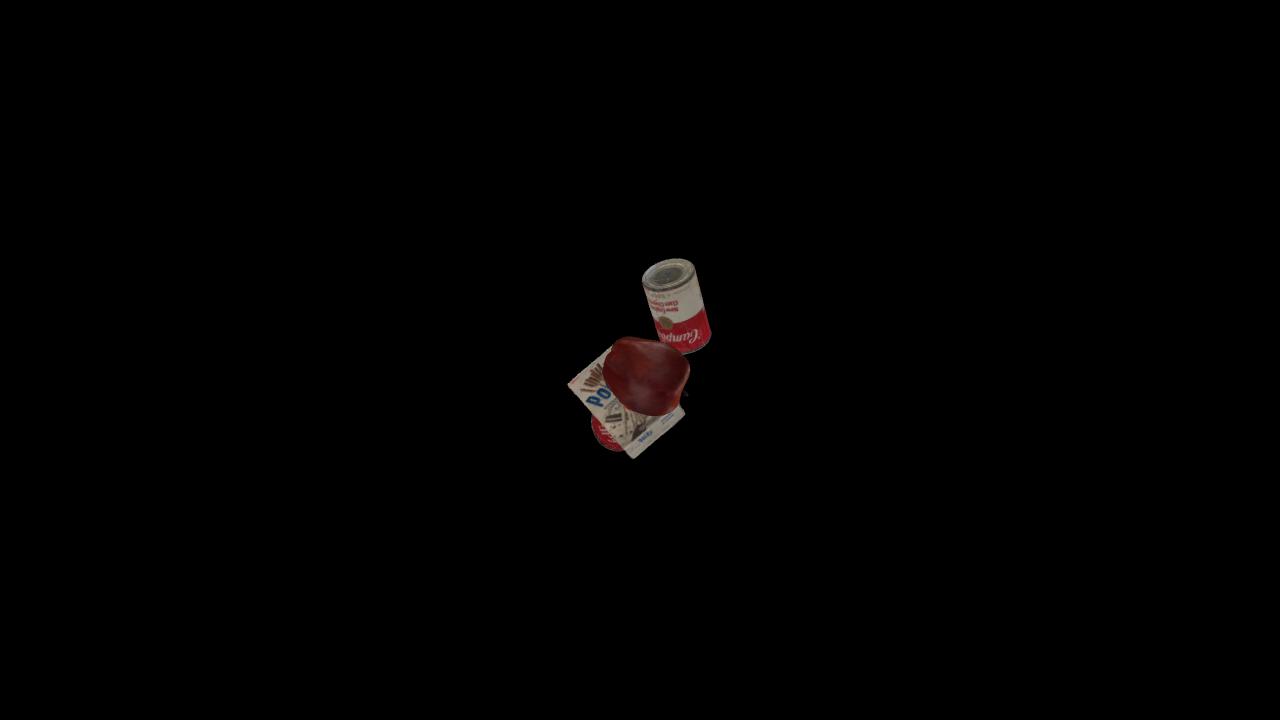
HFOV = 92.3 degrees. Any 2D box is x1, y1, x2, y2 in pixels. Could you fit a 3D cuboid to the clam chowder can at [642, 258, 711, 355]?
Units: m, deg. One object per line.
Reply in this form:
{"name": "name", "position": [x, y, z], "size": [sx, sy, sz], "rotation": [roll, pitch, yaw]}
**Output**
{"name": "clam chowder can", "position": [0.046, -0.066, 0.763], "size": [0.068, 0.102, 0.068], "rotation": [-12, 37, 9]}

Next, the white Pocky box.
{"name": "white Pocky box", "position": [-0.020, 0.047, 0.753], "size": [0.154, 0.084, 0.028], "rotation": [42, -10, 46]}

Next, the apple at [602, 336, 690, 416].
{"name": "apple", "position": [0.008, 0.016, 0.636], "size": [0.093, 0.079, 0.079], "rotation": [24, 2, 4]}

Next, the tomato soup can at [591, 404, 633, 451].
{"name": "tomato soup can", "position": [-0.006, 0.065, 0.762], "size": [0.068, 0.068, 0.101], "rotation": [0, -27, -40]}
